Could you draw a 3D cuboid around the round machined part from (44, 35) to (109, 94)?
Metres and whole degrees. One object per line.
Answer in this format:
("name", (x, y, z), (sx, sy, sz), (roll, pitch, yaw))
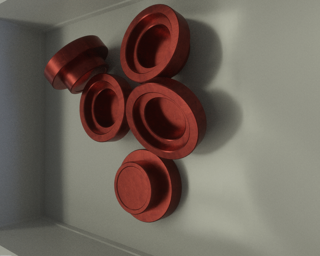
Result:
("round machined part", (-0.115, -0.087, 0.456), (0.098, 0.099, 0.042), (-40, 86, 32))

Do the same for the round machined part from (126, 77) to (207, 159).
("round machined part", (0.011, -0.015, 0.369), (0.098, 0.042, 0.097), (18, 126, 26))

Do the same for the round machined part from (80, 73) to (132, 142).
("round machined part", (-0.070, -0.029, 0.451), (0.098, 0.042, 0.097), (0, 90, 39))

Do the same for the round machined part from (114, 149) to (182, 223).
("round machined part", (-0.023, 0.077, 0.413), (0.098, 0.042, 0.097), (0, 90, 39))

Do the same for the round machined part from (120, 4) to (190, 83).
("round machined part", (-0.001, -0.099, 0.389), (0.098, 0.042, 0.098), (-10, 75, 40))
